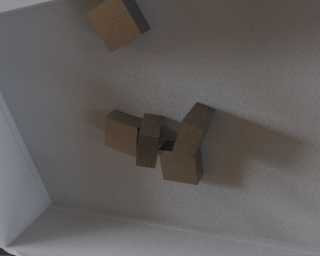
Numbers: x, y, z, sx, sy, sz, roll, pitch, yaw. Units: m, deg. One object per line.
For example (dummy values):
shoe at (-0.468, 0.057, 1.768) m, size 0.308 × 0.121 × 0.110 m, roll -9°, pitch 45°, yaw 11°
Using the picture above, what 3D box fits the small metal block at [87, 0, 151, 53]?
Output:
small metal block at (-0.047, -0.122, 0.356) m, size 0.050 × 0.025 × 0.050 m, roll -20°, pitch 108°, yaw 35°

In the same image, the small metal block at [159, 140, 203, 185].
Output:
small metal block at (0.029, 0.047, 0.421) m, size 0.050 × 0.025 × 0.050 m, roll 5°, pitch 121°, yaw 25°

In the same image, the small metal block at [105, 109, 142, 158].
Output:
small metal block at (-0.049, 0.007, 0.438) m, size 0.050 × 0.025 × 0.050 m, roll 20°, pitch 126°, yaw 16°

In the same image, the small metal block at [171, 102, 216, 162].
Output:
small metal block at (0.041, 0.004, 0.373) m, size 0.025 × 0.050 × 0.050 m, roll 25°, pitch 127°, yaw 12°

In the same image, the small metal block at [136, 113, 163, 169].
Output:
small metal block at (-0.013, 0.016, 0.405) m, size 0.025 × 0.050 × 0.050 m, roll 8°, pitch 124°, yaw 2°
